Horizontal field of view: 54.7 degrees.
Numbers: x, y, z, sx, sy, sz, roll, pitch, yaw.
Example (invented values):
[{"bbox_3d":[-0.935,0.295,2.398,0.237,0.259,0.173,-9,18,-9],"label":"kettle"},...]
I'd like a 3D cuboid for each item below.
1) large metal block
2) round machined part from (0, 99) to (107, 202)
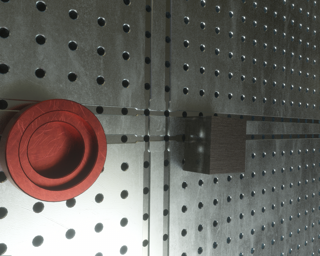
[{"bbox_3d":[0.083,0.025,0.462,0.081,0.050,0.080,4,88,-40],"label":"large metal block"},{"bbox_3d":[-0.106,0.021,0.309,0.099,0.042,0.097,0,90,-40],"label":"round machined part"}]
